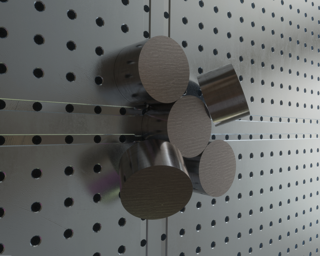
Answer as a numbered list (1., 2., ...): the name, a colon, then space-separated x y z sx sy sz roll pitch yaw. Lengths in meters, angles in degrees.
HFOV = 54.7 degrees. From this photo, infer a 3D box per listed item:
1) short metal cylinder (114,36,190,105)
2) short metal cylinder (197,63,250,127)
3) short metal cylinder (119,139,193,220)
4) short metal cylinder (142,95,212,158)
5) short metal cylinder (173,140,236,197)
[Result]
1. short metal cylinder: -0.009 -0.069 0.386 0.081 0.050 0.079 0 90 -40
2. short metal cylinder: 0.091 -0.047 0.445 0.080 0.050 0.080 -21 90 -78
3. short metal cylinder: -0.007 0.060 0.362 0.081 0.050 0.079 -5 121 -7
4. short metal cylinder: 0.023 -0.002 0.414 0.081 0.050 0.079 0 90 -40
5. short metal cylinder: 0.065 0.056 0.450 0.081 0.050 0.079 0 90 -40
